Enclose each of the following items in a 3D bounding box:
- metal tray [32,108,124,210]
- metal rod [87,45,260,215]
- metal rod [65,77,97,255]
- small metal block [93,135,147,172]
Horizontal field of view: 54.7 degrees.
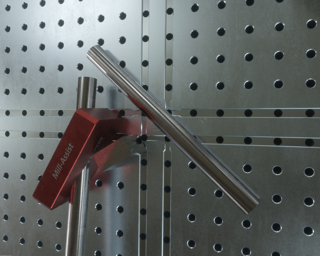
[{"bbox_3d":[-0.105,0.037,0.412,0.030,0.090,0.129,32,100,10],"label":"metal tray"},{"bbox_3d":[0.008,-0.007,0.408,0.300,0.025,0.025,45,104,14],"label":"metal rod"},{"bbox_3d":[-0.107,0.082,0.411,0.025,0.025,0.298,2,86,19],"label":"metal rod"},{"bbox_3d":[-0.053,0.034,0.417,0.050,0.050,0.025,-32,80,17],"label":"small metal block"}]
